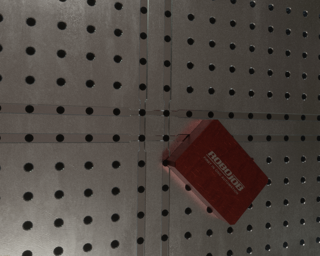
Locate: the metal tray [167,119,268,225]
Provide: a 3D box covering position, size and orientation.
[{"bbox_3d":[0.084,0.062,0.443,0.090,0.030,0.130,-47,105,-14],"label":"metal tray"}]
